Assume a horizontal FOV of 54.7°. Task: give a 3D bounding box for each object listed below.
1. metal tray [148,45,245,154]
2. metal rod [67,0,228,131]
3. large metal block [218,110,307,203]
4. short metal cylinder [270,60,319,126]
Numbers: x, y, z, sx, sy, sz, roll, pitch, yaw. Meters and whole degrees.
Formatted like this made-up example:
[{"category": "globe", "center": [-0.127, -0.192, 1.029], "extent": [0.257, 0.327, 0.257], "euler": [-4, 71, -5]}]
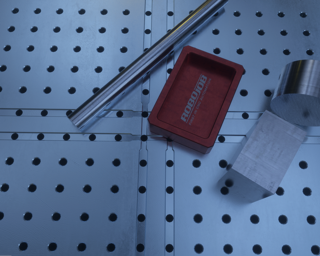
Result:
[{"category": "metal tray", "center": [0.050, -0.041, 0.424], "extent": [0.090, 0.030, 0.130], "euler": [23, 71, 8]}, {"category": "metal rod", "center": [-0.009, -0.105, 0.449], "extent": [0.301, 0.025, 0.025], "euler": [-43, 76, -14]}, {"category": "large metal block", "center": [0.118, 0.037, 0.370], "extent": [0.050, 0.080, 0.080], "euler": [32, 73, 11]}, {"category": "short metal cylinder", "center": [0.190, -0.043, 0.399], "extent": [0.080, 0.080, 0.050], "euler": [21, 72, 7]}]
